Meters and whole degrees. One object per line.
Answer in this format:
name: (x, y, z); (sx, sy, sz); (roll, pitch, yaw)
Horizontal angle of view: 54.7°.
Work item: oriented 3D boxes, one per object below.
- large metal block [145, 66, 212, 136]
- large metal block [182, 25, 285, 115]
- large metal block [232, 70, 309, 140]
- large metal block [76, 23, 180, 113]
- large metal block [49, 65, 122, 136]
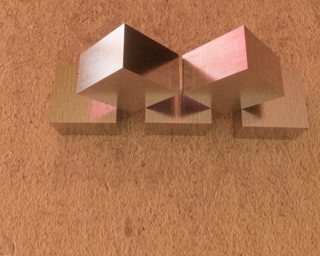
large metal block: (0.023, -0.035, 0.409); (0.081, 0.050, 0.080); (1, 70, 0)
large metal block: (0.082, -0.060, 0.352); (0.080, 0.080, 0.050); (-18, 63, 41)
large metal block: (0.140, -0.030, 0.409); (0.081, 0.050, 0.080); (1, 70, 0)
large metal block: (-0.035, -0.061, 0.349); (0.080, 0.080, 0.050); (18, 63, -42)
large metal block: (-0.093, -0.035, 0.408); (0.081, 0.050, 0.080); (0, 70, 0)
